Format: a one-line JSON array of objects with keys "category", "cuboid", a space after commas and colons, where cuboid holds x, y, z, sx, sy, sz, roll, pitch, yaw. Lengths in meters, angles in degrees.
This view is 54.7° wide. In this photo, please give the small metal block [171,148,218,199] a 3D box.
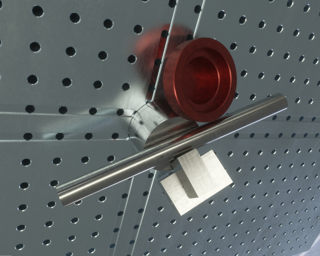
[{"category": "small metal block", "cuboid": [0.040, 0.056, 0.374, 0.025, 0.050, 0.050, -26, 170, -12]}]

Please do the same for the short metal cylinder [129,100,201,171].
[{"category": "short metal cylinder", "cuboid": [0.006, 0.009, 0.405, 0.081, 0.050, 0.079, -14, 125, -21]}]

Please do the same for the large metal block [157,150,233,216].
[{"category": "large metal block", "cuboid": [0.045, 0.077, 0.439, 0.080, 0.050, 0.080, -31, 173, -9]}]

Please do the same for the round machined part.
[{"category": "round machined part", "cuboid": [0.044, -0.057, 0.375, 0.099, 0.042, 0.097, -5, 99, -34]}]

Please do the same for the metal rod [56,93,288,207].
[{"category": "metal rod", "cuboid": [0.027, 0.019, 0.374, 0.302, 0.025, 0.025, -22, 127, -16]}]
